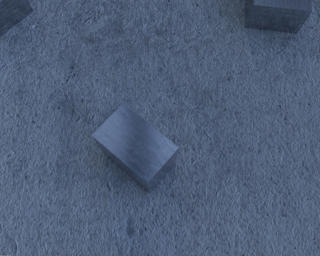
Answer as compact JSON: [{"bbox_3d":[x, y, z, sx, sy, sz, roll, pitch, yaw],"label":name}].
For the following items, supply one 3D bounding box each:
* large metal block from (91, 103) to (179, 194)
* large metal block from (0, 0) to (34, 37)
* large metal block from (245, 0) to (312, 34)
[{"bbox_3d":[-0.027,0.028,0.368,0.080,0.080,0.050,39,75,13],"label":"large metal block"},{"bbox_3d":[-0.255,-0.189,0.462,0.080,0.050,0.080,40,75,13],"label":"large metal block"},{"bbox_3d":[0.176,-0.196,0.467,0.080,0.050,0.080,7,70,2],"label":"large metal block"}]
